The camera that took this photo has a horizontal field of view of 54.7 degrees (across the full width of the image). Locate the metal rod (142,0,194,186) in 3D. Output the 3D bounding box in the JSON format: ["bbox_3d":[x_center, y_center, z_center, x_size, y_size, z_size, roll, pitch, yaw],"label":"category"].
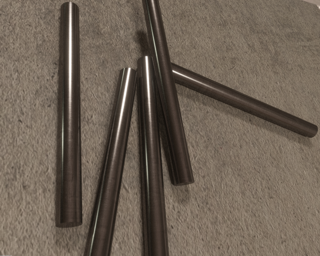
[{"bbox_3d":[0.006,-0.071,0.428,0.025,0.025,0.299,1,69,-28],"label":"metal rod"}]

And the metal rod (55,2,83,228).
[{"bbox_3d":[-0.108,-0.037,0.369,0.025,0.025,0.299,6,59,-26],"label":"metal rod"}]

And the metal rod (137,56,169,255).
[{"bbox_3d":[-0.011,0.034,0.378,0.025,0.025,0.299,10,57,-24],"label":"metal rod"}]

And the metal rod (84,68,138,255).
[{"bbox_3d":[-0.054,0.050,0.344,0.025,0.025,0.300,18,55,-19],"label":"metal rod"}]

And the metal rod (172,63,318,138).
[{"bbox_3d":[0.134,-0.043,0.504,0.302,0.025,0.025,20,54,-17],"label":"metal rod"}]
